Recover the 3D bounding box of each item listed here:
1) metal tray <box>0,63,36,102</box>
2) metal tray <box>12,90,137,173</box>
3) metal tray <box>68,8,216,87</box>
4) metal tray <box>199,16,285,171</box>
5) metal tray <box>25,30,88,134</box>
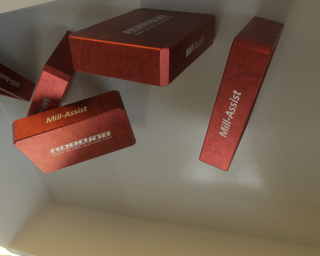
[{"bbox_3d":[-0.248,-0.076,0.427,0.090,0.130,0.030,14,82,11],"label":"metal tray"},{"bbox_3d":[-0.103,0.008,0.394,0.131,0.030,0.090,-18,148,-5],"label":"metal tray"},{"bbox_3d":[-0.009,-0.084,0.294,0.090,0.131,0.030,14,124,21],"label":"metal tray"},{"bbox_3d":[0.079,-0.033,0.304,0.030,0.090,0.129,21,127,16],"label":"metal tray"},{"bbox_3d":[-0.138,-0.051,0.404,0.030,0.090,0.129,25,131,-16],"label":"metal tray"}]
